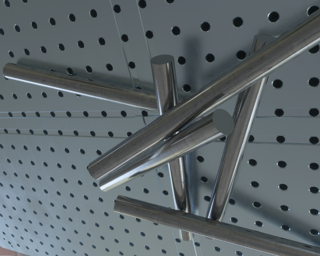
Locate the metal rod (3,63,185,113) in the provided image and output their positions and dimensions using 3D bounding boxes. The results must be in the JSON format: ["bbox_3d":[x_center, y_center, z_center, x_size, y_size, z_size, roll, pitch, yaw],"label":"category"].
[{"bbox_3d":[-0.095,-0.055,0.428,0.301,0.025,0.025,14,124,20],"label":"metal rod"}]

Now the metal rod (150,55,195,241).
[{"bbox_3d":[0.022,0.049,0.408,0.025,0.025,0.298,8,129,24],"label":"metal rod"}]

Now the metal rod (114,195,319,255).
[{"bbox_3d":[0.083,0.141,0.423,0.301,0.025,0.025,12,124,10],"label":"metal rod"}]

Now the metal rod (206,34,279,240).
[{"bbox_3d":[0.090,0.036,0.385,0.025,0.025,0.298,19,126,17],"label":"metal rod"}]

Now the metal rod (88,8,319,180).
[{"bbox_3d":[0.033,-0.020,0.324,0.299,0.025,0.025,-33,100,25],"label":"metal rod"}]

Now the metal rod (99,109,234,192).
[{"bbox_3d":[-0.016,0.044,0.399,0.025,0.025,0.299,48,144,-6],"label":"metal rod"}]
